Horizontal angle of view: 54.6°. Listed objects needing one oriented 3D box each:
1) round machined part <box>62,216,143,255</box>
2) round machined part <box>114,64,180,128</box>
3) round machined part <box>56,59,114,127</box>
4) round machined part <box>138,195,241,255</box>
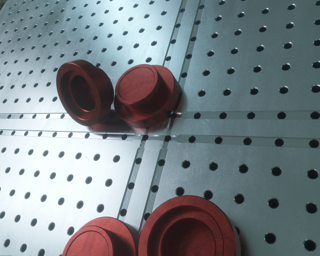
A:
[{"bbox_3d":[-0.070,0.147,0.345,0.098,0.042,0.098,-13,56,21],"label":"round machined part"},{"bbox_3d":[-0.025,-0.052,0.444,0.098,0.042,0.098,-13,56,21],"label":"round machined part"},{"bbox_3d":[-0.107,-0.055,0.466,0.098,0.097,0.042,16,32,34],"label":"round machined part"},{"bbox_3d":[0.031,0.120,0.308,0.098,0.042,0.098,-13,56,21],"label":"round machined part"}]
